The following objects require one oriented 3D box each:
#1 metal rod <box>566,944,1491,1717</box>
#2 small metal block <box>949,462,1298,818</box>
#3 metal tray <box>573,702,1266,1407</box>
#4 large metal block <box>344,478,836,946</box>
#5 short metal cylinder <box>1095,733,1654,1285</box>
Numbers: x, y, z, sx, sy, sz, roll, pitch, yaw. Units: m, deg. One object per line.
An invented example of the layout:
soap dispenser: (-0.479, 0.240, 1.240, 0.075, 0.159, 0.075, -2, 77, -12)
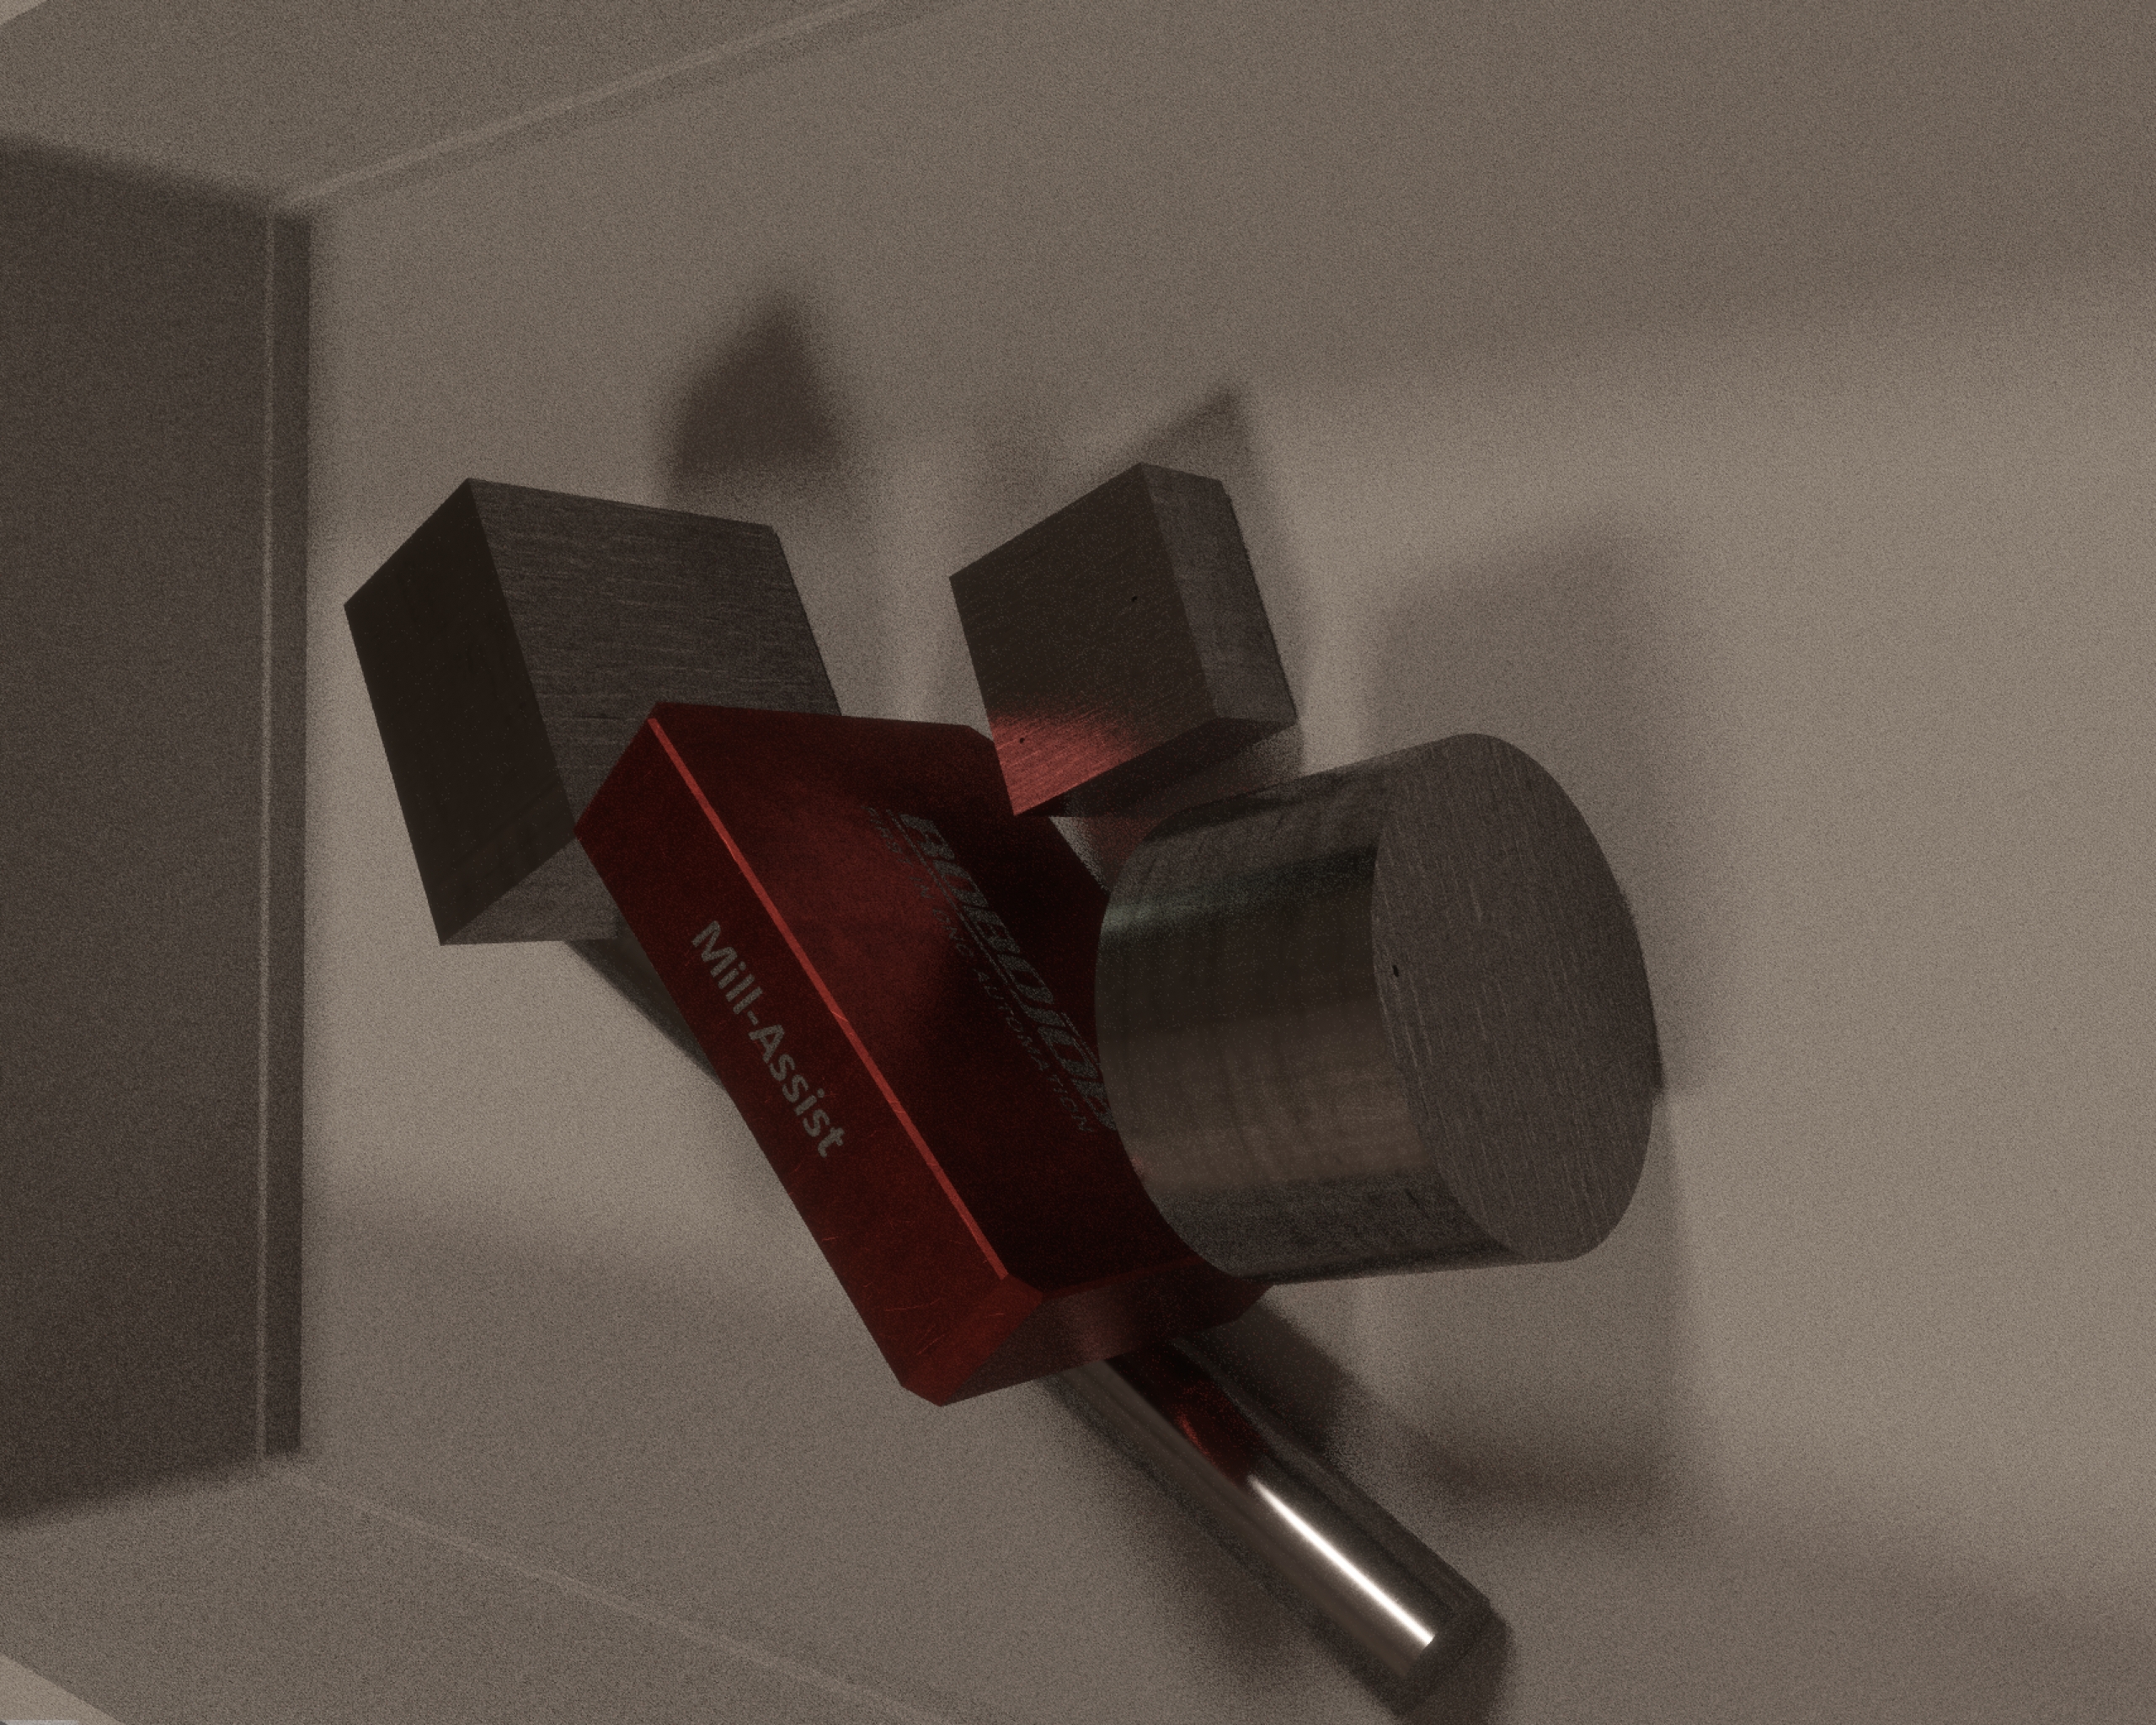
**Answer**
metal rod: (-0.040, 0.062, 0.436, 0.300, 0.025, 0.025, 35, 112, 34)
small metal block: (0.008, -0.041, 0.395, 0.050, 0.025, 0.050, -25, 75, 37)
metal tray: (-0.022, 0.028, 0.378, 0.030, 0.091, 0.130, -51, 61, 27)
large metal block: (-0.099, -0.030, 0.448, 0.050, 0.081, 0.080, -33, 70, 35)
short metal cylinder: (0.048, 0.024, 0.328, 0.050, 0.081, 0.080, -15, 81, 40)
